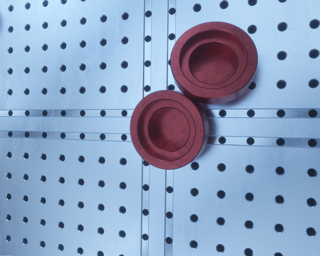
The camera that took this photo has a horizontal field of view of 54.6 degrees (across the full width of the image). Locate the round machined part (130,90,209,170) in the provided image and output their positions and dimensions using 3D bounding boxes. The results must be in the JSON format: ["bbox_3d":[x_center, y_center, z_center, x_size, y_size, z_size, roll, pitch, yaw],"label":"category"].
[{"bbox_3d":[0.015,0.001,0.395,0.098,0.042,0.097,3,97,23],"label":"round machined part"}]

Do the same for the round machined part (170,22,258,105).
[{"bbox_3d":[0.064,-0.073,0.371,0.098,0.042,0.098,-3,73,9],"label":"round machined part"}]
